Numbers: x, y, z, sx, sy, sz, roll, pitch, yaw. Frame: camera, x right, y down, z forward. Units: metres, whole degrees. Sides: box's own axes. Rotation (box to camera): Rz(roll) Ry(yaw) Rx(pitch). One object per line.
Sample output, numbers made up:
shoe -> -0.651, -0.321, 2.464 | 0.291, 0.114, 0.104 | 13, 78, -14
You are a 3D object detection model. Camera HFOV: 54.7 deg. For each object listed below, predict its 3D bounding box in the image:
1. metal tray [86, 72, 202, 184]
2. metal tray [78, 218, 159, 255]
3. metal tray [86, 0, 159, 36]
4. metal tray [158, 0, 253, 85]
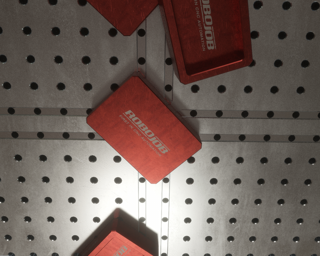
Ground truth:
metal tray -> -0.019, 0.002, 0.411 | 0.090, 0.030, 0.130 | -40, 106, 13
metal tray -> -0.075, 0.214, 0.488 | 0.090, 0.030, 0.130 | 39, 105, -14
metal tray -> -0.054, -0.179, 0.344 | 0.130, 0.030, 0.090 | 42, 105, -14
metal tray -> 0.050, -0.122, 0.346 | 0.091, 0.030, 0.129 | -17, 122, -2
